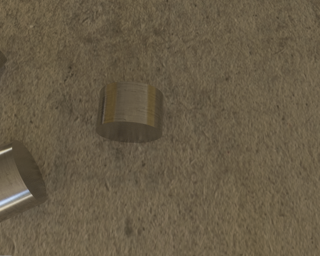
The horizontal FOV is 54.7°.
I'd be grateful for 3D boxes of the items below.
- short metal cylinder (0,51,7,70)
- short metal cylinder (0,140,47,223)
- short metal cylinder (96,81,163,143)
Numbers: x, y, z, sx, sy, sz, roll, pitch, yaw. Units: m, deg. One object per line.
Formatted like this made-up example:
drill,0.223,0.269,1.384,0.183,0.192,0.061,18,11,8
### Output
short metal cylinder,-0.255,-0.095,0.411,0.080,0.080,0.050,26,72,9
short metal cylinder,-0.173,0.060,0.355,0.050,0.080,0.080,-24,72,-9
short metal cylinder,-0.036,-0.017,0.385,0.081,0.080,0.050,2,70,0
